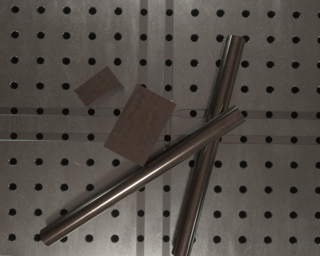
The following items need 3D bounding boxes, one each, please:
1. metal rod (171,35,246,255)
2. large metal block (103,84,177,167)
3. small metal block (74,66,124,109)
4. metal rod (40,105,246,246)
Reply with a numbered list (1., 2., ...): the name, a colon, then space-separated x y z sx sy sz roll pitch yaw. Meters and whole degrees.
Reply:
1. metal rod: 0.065 0.025 0.414 0.025 0.025 0.298 14 90 -1
2. large metal block: -0.022 -0.003 0.386 0.050 0.080 0.080 28 90 0
3. small metal block: -0.077 -0.050 0.400 0.050 0.050 0.025 -37 90 0
4. metal rod: -0.026 0.064 0.398 0.300 0.025 0.025 -33 91 5
